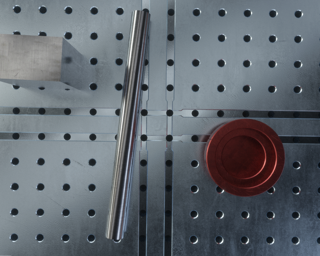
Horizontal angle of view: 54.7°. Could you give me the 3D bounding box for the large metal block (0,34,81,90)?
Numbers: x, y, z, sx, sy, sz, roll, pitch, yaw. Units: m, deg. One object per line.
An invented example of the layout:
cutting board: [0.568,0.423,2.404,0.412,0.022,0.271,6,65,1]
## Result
large metal block: [-0.150,-0.079,0.384,0.081,0.080,0.050,3,90,0]

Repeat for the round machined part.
round machined part: [0.107,0.037,0.406,0.099,0.042,0.097,0,90,0]

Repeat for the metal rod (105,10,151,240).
metal rod: [-0.043,-0.004,0.412,0.025,0.025,0.298,7,90,0]
